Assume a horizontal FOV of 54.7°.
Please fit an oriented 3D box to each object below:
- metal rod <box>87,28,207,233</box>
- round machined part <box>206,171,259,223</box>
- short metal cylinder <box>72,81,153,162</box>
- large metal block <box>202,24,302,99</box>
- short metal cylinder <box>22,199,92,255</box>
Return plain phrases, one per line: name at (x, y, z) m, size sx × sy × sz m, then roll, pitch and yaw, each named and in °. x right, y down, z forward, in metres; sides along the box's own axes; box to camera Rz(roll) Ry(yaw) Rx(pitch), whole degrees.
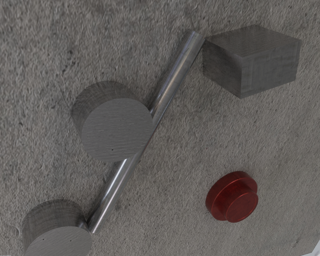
metal rod at (-0.026, 0.015, 0.402) m, size 0.025 × 0.025 × 0.298 m, roll 18°, pitch 109°, yaw -35°
round machined part at (0.134, 0.128, 0.549) m, size 0.099 × 0.042 × 0.097 m, roll -14°, pitch 124°, yaw -21°
short metal cylinder at (-0.055, -0.008, 0.356) m, size 0.081 × 0.050 × 0.079 m, roll -14°, pitch 124°, yaw -21°
large metal block at (0.108, -0.084, 0.378) m, size 0.081 × 0.080 × 0.050 m, roll -19°, pitch 126°, yaw -17°
short metal cylinder at (-0.135, 0.141, 0.404) m, size 0.081 × 0.050 × 0.079 m, roll -14°, pitch 124°, yaw -21°
